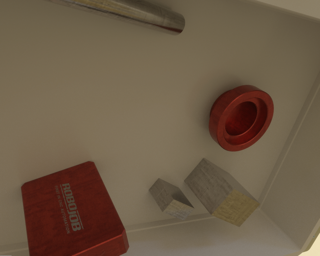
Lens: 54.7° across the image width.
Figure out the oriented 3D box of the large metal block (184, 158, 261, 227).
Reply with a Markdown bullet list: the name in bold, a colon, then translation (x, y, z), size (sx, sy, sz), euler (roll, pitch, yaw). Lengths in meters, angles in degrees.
- **large metal block**: translation (0.098, 0.102, 0.492), size (0.080, 0.080, 0.050), euler (32, 100, -39)

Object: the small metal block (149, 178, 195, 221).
- **small metal block**: translation (0.017, 0.108, 0.471), size (0.050, 0.050, 0.025), euler (33, 100, -39)

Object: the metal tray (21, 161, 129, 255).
- **metal tray**: translation (-0.100, 0.098, 0.348), size (0.091, 0.130, 0.030), euler (-18, 126, -18)

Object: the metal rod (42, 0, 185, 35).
- **metal rod**: translation (-0.071, -0.104, 0.229), size (0.302, 0.025, 0.025), euler (-9, 126, -53)

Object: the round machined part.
- **round machined part**: translation (0.112, -0.018, 0.450), size (0.099, 0.042, 0.097), euler (-14, 125, -21)
